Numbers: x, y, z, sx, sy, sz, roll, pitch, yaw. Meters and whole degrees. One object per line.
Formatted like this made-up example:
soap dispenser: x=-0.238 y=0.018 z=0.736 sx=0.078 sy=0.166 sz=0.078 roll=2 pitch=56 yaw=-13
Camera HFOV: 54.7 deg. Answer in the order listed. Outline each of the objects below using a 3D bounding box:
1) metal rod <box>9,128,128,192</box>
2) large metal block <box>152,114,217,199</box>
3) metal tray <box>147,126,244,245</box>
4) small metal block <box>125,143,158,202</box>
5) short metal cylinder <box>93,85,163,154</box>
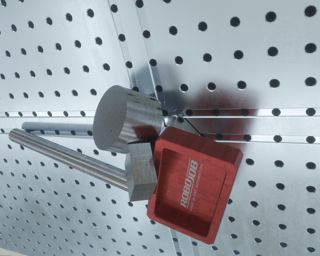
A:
metal rod: x=-0.136 y=0.045 z=0.470 sx=0.300 sy=0.025 sz=0.025 roll=15 pitch=125 yaw=33
large metal block: x=0.020 y=0.042 z=0.408 sx=0.080 sy=0.050 sz=0.080 roll=46 pitch=129 yaw=-5
metal tray: x=0.036 y=0.070 z=0.363 sx=0.090 sy=0.030 sz=0.129 roll=19 pitch=126 yaw=17
small metal block: x=-0.024 y=0.052 z=0.361 sx=0.025 sy=0.050 sz=0.050 roll=-3 pitch=147 yaw=-15
short metal cylinder: x=-0.042 y=-0.008 z=0.383 sx=0.050 sy=0.080 sz=0.080 roll=15 pitch=140 yaw=-36
